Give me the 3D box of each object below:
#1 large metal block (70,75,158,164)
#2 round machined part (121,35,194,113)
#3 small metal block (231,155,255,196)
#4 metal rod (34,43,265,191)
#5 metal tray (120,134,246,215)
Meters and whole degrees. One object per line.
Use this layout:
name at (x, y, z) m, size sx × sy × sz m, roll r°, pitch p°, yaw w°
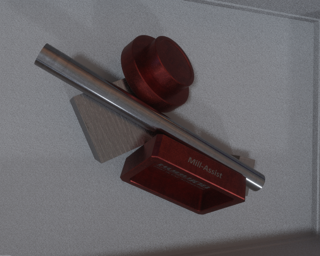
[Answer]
large metal block at (-0.053, -0.012, 0.376) m, size 0.081 × 0.050 × 0.080 m, roll -24°, pitch 98°, yaw -19°
round machined part at (0.004, -0.071, 0.375) m, size 0.098 × 0.042 × 0.098 m, roll 31°, pitch 45°, yaw -35°
small metal block at (0.103, 0.064, 0.435) m, size 0.025 × 0.050 × 0.050 m, roll 16°, pitch 85°, yaw -20°
metal rod at (0.004, -0.002, 0.357) m, size 0.301 × 0.025 × 0.025 m, roll 30°, pitch 80°, yaw -18°
metal tray at (0.028, 0.063, 0.382) m, size 0.131 × 0.090 × 0.030 m, roll 28°, pitch 53°, yaw -19°
